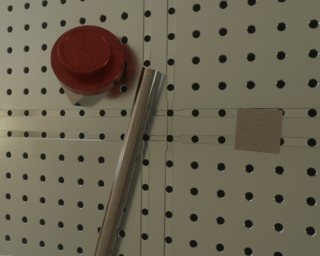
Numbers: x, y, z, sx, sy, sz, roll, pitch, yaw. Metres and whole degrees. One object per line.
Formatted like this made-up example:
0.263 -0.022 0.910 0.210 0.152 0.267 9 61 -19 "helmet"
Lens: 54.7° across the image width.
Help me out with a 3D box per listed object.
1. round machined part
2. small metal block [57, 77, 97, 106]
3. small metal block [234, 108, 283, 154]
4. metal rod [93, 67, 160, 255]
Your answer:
-0.098 -0.096 0.417 0.099 0.042 0.098 1 75 -4 "round machined part"
-0.115 -0.067 0.453 0.050 0.025 0.050 -35 79 16 "small metal block"
0.118 0.003 0.371 0.050 0.025 0.050 5 92 20 "small metal block"
-0.050 0.065 0.430 0.025 0.025 0.298 17 96 19 "metal rod"
